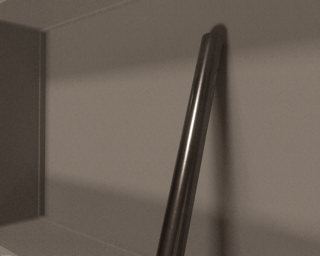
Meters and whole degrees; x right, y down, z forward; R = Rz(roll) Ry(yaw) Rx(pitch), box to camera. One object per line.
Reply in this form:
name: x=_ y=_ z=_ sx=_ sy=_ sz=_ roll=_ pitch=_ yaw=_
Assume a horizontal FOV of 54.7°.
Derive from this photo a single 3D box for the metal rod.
metal rod: x=0.028 y=0.036 z=0.310 sx=0.025 sy=0.025 sz=0.299 roll=-3 pitch=66 yaw=39
